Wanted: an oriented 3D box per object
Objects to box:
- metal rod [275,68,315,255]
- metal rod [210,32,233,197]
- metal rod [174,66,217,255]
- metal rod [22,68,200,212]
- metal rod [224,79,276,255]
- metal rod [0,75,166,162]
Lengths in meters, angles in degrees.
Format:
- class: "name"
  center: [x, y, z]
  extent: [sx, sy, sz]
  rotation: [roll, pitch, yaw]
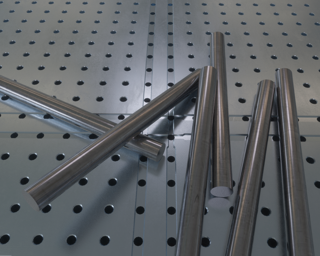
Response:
- class: "metal rod"
  center: [0.162, 0.030, 0.382]
  extent: [0.025, 0.025, 0.300]
  rotation: [8, 50, 7]
- class: "metal rod"
  center: [0.084, -0.043, 0.443]
  extent: [0.025, 0.025, 0.300]
  rotation: [4, 50, 4]
- class: "metal rod"
  center: [0.045, 0.039, 0.362]
  extent: [0.025, 0.025, 0.300]
  rotation: [8, 54, 6]
- class: "metal rod"
  center: [-0.028, -0.006, 0.380]
  extent: [0.025, 0.025, 0.302]
  rotation: [31, 47, 23]
- class: "metal rod"
  center: [0.111, 0.046, 0.369]
  extent: [0.025, 0.025, 0.301]
  rotation: [15, 51, 12]
- class: "metal rod"
  center: [-0.132, -0.023, 0.426]
  extent: [0.301, 0.025, 0.025]
  rotation: [22, 53, 17]
